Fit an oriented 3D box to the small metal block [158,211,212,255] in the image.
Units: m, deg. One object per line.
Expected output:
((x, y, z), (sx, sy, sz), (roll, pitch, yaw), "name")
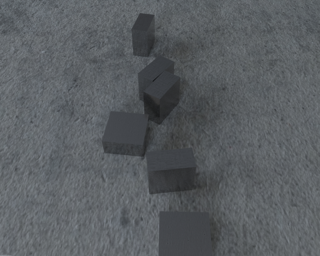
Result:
((0.024, 0.112, 0.309), (0.050, 0.025, 0.050), (1, 50, 0), "small metal block")

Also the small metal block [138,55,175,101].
((-0.005, -0.067, 0.443), (0.025, 0.050, 0.050), (30, 56, 22), "small metal block")

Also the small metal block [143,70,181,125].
((0.003, -0.041, 0.422), (0.025, 0.050, 0.050), (27, 55, 20), "small metal block")

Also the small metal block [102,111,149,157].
((-0.042, 0.007, 0.397), (0.050, 0.025, 0.050), (5, 50, 4), "small metal block")

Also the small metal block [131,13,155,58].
((-0.027, -0.155, 0.517), (0.025, 0.050, 0.050), (10, 51, 8), "small metal block")

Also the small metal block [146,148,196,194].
((0.011, 0.049, 0.346), (0.050, 0.050, 0.025), (-5, 51, -5), "small metal block")
